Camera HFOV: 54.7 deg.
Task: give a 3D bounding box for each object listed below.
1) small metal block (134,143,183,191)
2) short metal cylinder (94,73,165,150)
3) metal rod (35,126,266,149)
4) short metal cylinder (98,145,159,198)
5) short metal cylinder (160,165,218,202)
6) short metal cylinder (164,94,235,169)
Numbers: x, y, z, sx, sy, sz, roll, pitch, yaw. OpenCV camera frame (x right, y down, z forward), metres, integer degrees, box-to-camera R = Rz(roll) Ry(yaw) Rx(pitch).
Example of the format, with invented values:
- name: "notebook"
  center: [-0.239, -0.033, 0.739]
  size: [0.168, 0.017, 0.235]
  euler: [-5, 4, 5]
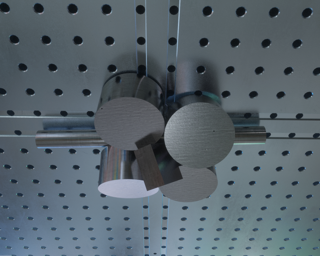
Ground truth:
- name: "small metal block"
  center: [-0.001, 0.046, 0.383]
  size: [0.025, 0.050, 0.050]
  euler: [-25, 168, 26]
- name: "short metal cylinder"
  center: [-0.035, -0.019, 0.374]
  size: [0.081, 0.050, 0.079]
  euler: [0, 130, 0]
- name: "metal rod"
  center: [-0.012, 0.012, 0.417]
  size: [0.302, 0.025, 0.025]
  euler: [-1, 130, 0]
- name: "short metal cylinder"
  center: [-0.042, 0.061, 0.426]
  size: [0.081, 0.050, 0.080]
  euler: [-1, 150, 0]
- name: "short metal cylinder"
  center: [0.039, 0.062, 0.443]
  size: [0.081, 0.050, 0.079]
  euler: [0, 130, 0]
- name: "short metal cylinder"
  center: [0.045, 0.002, 0.376]
  size: [0.081, 0.050, 0.079]
  euler: [0, 107, 0]
